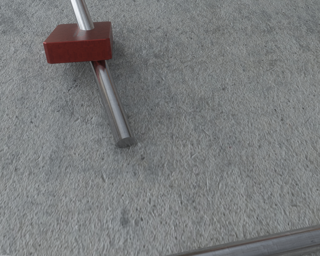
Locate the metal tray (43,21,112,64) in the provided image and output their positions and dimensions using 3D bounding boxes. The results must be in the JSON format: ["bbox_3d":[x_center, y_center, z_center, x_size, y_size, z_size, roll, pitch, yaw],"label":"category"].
[{"bbox_3d":[-0.121,-0.137,0.485,0.091,0.030,0.130,-5,30,-5],"label":"metal tray"}]

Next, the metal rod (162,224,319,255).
[{"bbox_3d":[0.128,0.115,0.307,0.302,0.025,0.025,-8,51,-8],"label":"metal rod"}]

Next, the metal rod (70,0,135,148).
[{"bbox_3d":[-0.093,-0.101,0.462,0.025,0.025,0.299,-15,59,-13],"label":"metal rod"}]
